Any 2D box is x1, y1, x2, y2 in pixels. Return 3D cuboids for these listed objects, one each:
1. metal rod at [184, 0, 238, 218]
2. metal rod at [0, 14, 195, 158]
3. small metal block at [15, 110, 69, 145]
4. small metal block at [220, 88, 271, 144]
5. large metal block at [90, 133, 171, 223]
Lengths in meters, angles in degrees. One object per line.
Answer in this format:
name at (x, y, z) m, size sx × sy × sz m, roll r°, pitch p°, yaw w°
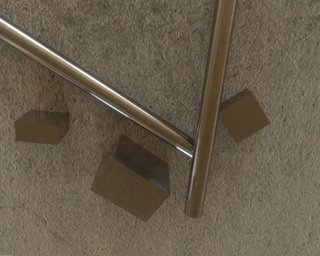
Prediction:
metal rod at (0.062, -0.029, 0.381) m, size 0.025 × 0.025 × 0.298 m, roll 6°, pitch 103°, yaw -3°
metal rod at (-0.073, -0.046, 0.391) m, size 0.301 × 0.025 × 0.025 m, roll 32°, pitch 107°, yaw -12°
small metal block at (-0.148, -0.002, 0.394) m, size 0.050 × 0.050 × 0.025 m, roll 6°, pitch 110°, yaw -3°
small metal block at (0.107, -0.016, 0.406) m, size 0.050 × 0.025 × 0.050 m, roll -33°, pitch 107°, yaw 11°
large metal block at (-0.035, 0.062, 0.403) m, size 0.080 × 0.080 × 0.050 m, roll 34°, pitch 106°, yaw -12°
